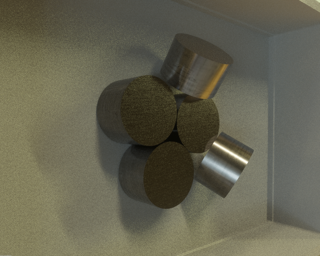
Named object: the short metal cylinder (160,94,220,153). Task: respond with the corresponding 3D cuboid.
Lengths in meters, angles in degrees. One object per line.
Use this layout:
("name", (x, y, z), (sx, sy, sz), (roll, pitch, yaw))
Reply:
("short metal cylinder", (0.035, -0.007, 0.419), (0.081, 0.050, 0.079), (0, 90, -40))

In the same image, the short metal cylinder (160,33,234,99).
("short metal cylinder", (0.047, -0.081, 0.400), (0.081, 0.080, 0.050), (-4, 131, -40))

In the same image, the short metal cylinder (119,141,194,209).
("short metal cylinder", (-0.004, 0.056, 0.387), (0.081, 0.050, 0.079), (0, 90, -40))

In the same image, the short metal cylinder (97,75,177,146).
("short metal cylinder", (-0.026, -0.020, 0.367), (0.081, 0.050, 0.079), (0, 90, -40))

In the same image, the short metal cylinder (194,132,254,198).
("short metal cylinder", (0.090, 0.052, 0.439), (0.080, 0.050, 0.080), (-54, 166, -20))
